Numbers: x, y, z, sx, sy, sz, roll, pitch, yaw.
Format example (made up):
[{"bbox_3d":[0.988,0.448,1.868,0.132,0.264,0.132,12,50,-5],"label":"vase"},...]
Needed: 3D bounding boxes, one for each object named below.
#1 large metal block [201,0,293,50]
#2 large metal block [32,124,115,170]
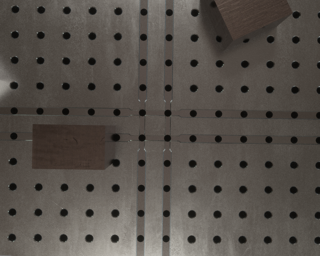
[{"bbox_3d":[0.109,-0.160,0.402,0.080,0.050,0.080,-25,90,-1],"label":"large metal block"},{"bbox_3d":[-0.102,0.021,0.385,0.081,0.080,0.050,1,90,-1],"label":"large metal block"}]
